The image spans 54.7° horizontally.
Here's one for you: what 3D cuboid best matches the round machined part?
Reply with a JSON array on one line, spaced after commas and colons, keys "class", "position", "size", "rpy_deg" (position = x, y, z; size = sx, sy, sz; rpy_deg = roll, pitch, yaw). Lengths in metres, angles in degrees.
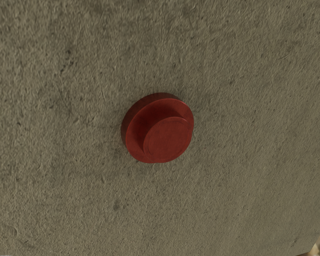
[{"class": "round machined part", "position": [0.002, 0.007, 0.404], "size": [0.099, 0.042, 0.097], "rpy_deg": [-14, 125, -21]}]
